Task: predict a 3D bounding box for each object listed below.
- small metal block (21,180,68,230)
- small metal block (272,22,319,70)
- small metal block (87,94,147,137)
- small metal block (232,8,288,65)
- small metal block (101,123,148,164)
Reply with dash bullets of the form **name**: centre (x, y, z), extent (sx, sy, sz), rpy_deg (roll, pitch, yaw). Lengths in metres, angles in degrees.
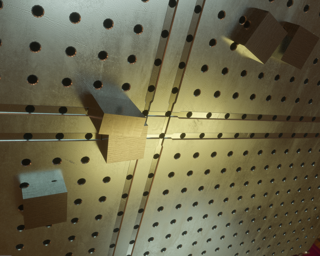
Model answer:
- **small metal block**: centre (-0.146, 0.097, 0.392), extent (0.050, 0.025, 0.050), rpy_deg (-5, 121, -27)
- **small metal block**: centre (0.193, -0.118, 0.447), extent (0.050, 0.025, 0.050), rpy_deg (12, 112, -34)
- **small metal block**: centre (-0.051, -0.014, 0.359), extent (0.050, 0.050, 0.025), rpy_deg (6, 116, -31)
- **small metal block**: centre (0.133, -0.121, 0.411), extent (0.050, 0.025, 0.050), rpy_deg (26, 104, -38)
- **small metal block**: centre (-0.046, 0.015, 0.397), extent (0.050, 0.025, 0.050), rpy_deg (-5, 121, -26)
